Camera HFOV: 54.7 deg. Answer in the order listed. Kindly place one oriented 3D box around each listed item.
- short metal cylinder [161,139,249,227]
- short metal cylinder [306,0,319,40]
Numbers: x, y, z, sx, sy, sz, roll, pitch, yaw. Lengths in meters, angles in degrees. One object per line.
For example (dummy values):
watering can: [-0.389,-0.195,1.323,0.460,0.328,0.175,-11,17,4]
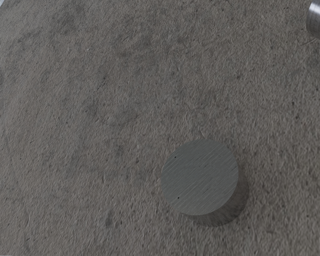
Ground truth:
short metal cylinder: [0.048,0.058,0.327,0.080,0.050,0.080,-13,56,21]
short metal cylinder: [0.210,-0.127,0.336,0.080,0.080,0.050,-40,51,1]
